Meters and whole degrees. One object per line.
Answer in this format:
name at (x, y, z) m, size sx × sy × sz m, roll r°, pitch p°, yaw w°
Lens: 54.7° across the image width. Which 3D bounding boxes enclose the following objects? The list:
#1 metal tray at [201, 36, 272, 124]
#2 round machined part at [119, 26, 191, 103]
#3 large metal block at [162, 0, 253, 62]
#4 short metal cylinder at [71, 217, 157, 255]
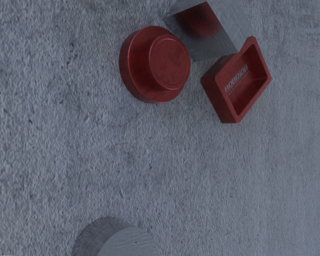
metal tray at (0.129, -0.079, 0.509) m, size 0.131 × 0.030 × 0.090 m, roll -46°, pitch 118°, yaw -30°
round machined part at (0.001, -0.081, 0.394) m, size 0.099 × 0.042 × 0.097 m, roll 0°, pitch 90°, yaw -40°
large metal block at (0.065, -0.143, 0.423) m, size 0.080 × 0.080 × 0.050 m, roll 47°, pitch 62°, yaw -30°
short metal cylinder at (-0.051, 0.145, 0.346) m, size 0.081 × 0.050 × 0.080 m, roll 0°, pitch 90°, yaw -40°
